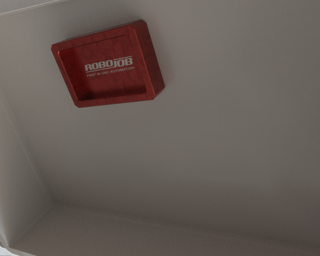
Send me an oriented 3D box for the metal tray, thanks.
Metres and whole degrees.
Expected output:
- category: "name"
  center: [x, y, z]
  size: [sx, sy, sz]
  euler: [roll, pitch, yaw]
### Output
- category: "metal tray"
  center: [-0.067, -0.077, 0.393]
  size: [0.130, 0.030, 0.090]
  euler: [-3, 117, 30]
